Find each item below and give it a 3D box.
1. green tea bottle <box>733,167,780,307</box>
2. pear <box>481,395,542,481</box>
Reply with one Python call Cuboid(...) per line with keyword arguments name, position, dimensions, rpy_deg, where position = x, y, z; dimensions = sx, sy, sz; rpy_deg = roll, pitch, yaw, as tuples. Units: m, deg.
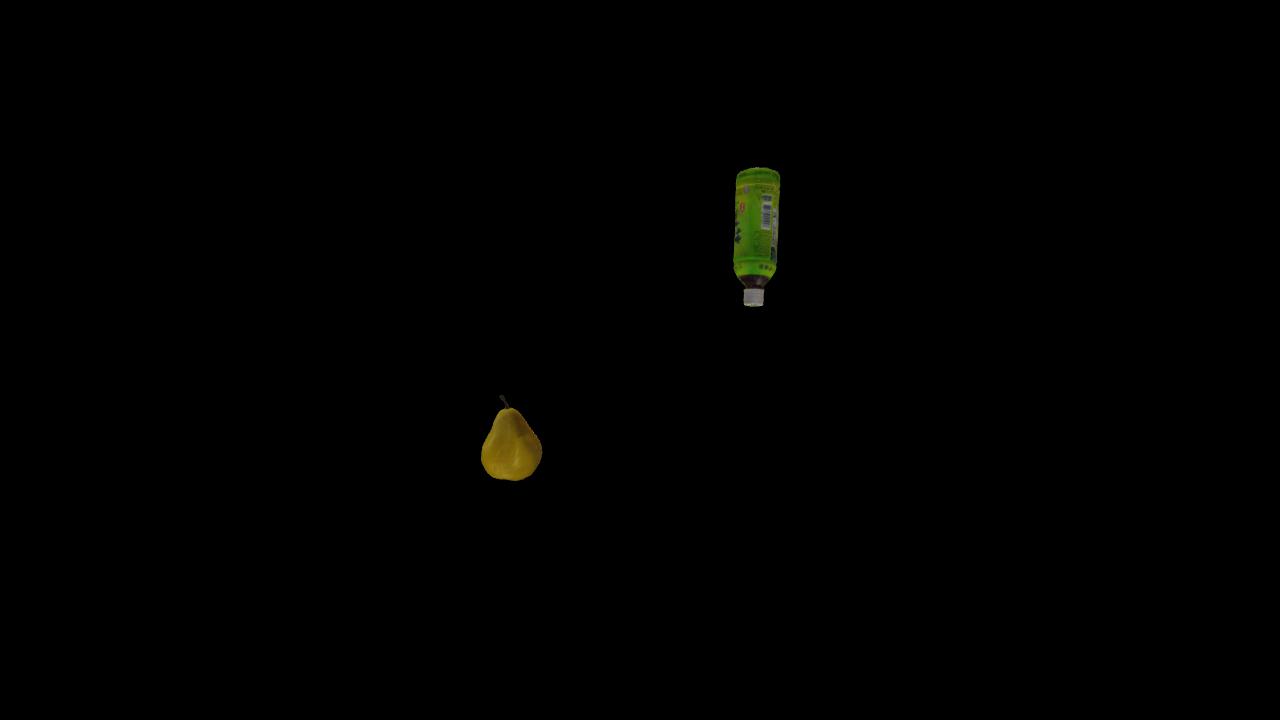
Cuboid(name="green tea bottle", position=(0.183, -0.190, 0.967), dimensions=(0.073, 0.212, 0.073), rpy_deg=(3, -5, 0))
Cuboid(name="pear", position=(-0.169, 0.102, 0.818), dimensions=(0.080, 0.111, 0.080), rpy_deg=(7, 8, -1))
